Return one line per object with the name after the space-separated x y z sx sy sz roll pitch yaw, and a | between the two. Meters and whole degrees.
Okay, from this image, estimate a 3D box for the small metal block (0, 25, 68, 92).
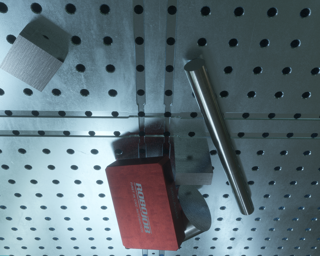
-0.140 -0.076 0.345 0.050 0.025 0.050 33 122 -25 | small metal block

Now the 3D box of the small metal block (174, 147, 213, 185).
0.046 0.054 0.442 0.050 0.050 0.025 0 130 -1 | small metal block

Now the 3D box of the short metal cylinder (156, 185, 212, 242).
0.037 0.134 0.491 0.050 0.080 0.080 -36 122 26 | short metal cylinder

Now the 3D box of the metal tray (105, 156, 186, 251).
-0.021 0.109 0.447 0.090 0.030 0.129 -7 100 24 | metal tray

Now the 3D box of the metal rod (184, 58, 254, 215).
0.094 0.034 0.441 0.025 0.025 0.299 -17 129 13 | metal rod
